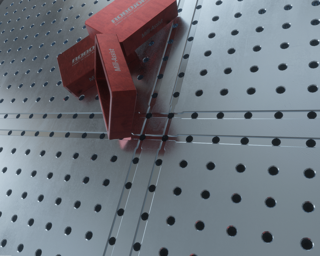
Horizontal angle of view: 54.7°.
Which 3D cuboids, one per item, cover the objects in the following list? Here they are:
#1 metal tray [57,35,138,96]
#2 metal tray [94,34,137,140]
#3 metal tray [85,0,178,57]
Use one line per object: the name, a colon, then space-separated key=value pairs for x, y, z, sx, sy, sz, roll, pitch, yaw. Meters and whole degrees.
metal tray: x=-0.112 y=-0.123 z=0.537 sx=0.130 sy=0.030 sz=0.090 roll=-31 pitch=52 yaw=8
metal tray: x=-0.067 y=-0.060 z=0.435 sx=0.030 sy=0.089 sz=0.130 roll=-7 pitch=51 yaw=-18
metal tray: x=-0.045 y=-0.181 z=0.509 sx=0.090 sy=0.030 sz=0.130 roll=35 pitch=68 yaw=28
